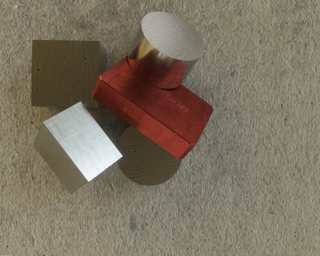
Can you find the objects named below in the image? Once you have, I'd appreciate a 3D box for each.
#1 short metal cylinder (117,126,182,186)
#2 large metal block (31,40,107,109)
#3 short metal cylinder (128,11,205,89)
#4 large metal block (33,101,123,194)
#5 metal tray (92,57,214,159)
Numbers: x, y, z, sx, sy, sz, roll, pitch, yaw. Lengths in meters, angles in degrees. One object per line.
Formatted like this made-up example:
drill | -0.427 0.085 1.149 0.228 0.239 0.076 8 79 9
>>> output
short metal cylinder | -0.013 0.030 0.399 0.081 0.050 0.080 0 90 0
large metal block | -0.113 -0.065 0.396 0.081 0.050 0.080 1 90 0
short metal cylinder | 0.007 -0.095 0.379 0.081 0.050 0.080 14 53 -18
large metal block | -0.103 0.027 0.376 0.050 0.080 0.080 -38 91 -36
metal tray | -0.005 -0.032 0.380 0.130 0.090 0.030 36 130 0
